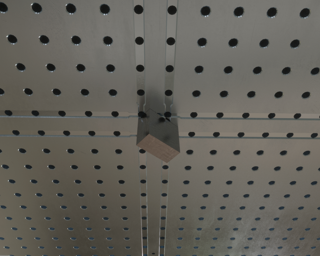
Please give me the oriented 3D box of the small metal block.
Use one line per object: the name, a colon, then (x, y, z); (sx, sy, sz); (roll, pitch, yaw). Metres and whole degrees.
small metal block: (-0.002, 0.010, 0.404); (0.050, 0.050, 0.025); (33, 123, -25)
